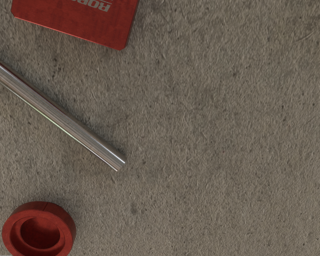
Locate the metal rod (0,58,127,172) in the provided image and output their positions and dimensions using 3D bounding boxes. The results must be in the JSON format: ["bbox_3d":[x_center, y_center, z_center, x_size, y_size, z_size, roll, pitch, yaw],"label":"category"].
[{"bbox_3d":[-0.165,-0.044,0.391,0.300,0.025,0.025,40,105,-14],"label":"metal rod"}]

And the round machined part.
[{"bbox_3d":[-0.172,0.148,0.453,0.099,0.042,0.097,0,110,-1],"label":"round machined part"}]

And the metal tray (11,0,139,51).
[{"bbox_3d":[-0.091,-0.151,0.350,0.131,0.030,0.089,16,109,-7],"label":"metal tray"}]
